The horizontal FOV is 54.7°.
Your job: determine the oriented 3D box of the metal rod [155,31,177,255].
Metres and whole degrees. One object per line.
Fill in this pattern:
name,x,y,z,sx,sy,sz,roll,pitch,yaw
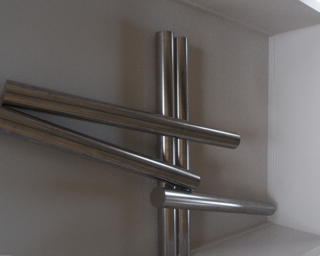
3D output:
metal rod,0.008,0.024,0.412,0.025,0.025,0.298,-2,91,-40

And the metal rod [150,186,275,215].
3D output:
metal rod,0.100,0.115,0.469,0.302,0.025,0.025,19,78,-44

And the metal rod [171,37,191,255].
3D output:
metal rod,0.028,0.027,0.428,0.025,0.025,0.298,-1,91,-40

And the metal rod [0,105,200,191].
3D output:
metal rod,-0.073,0.022,0.328,0.302,0.025,0.025,23,76,-32

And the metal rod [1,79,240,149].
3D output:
metal rod,-0.018,-0.007,0.366,0.302,0.025,0.025,12,83,-32
